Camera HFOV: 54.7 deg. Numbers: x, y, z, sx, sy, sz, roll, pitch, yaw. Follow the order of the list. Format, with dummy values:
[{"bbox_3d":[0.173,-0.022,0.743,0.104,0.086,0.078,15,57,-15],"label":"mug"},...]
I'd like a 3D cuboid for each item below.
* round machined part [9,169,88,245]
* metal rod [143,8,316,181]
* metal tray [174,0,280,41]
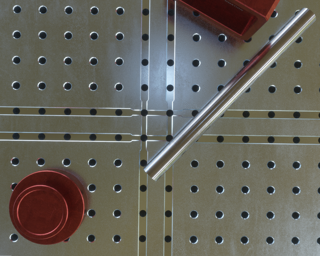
[{"bbox_3d":[-0.148,0.104,0.404,0.099,0.042,0.097,0,90,0],"label":"round machined part"},{"bbox_3d":[0.092,-0.044,0.413,0.025,0.025,0.300,45,90,0],"label":"metal rod"},{"bbox_3d":[0.070,-0.163,0.381,0.130,0.090,0.030,30,90,0],"label":"metal tray"}]
